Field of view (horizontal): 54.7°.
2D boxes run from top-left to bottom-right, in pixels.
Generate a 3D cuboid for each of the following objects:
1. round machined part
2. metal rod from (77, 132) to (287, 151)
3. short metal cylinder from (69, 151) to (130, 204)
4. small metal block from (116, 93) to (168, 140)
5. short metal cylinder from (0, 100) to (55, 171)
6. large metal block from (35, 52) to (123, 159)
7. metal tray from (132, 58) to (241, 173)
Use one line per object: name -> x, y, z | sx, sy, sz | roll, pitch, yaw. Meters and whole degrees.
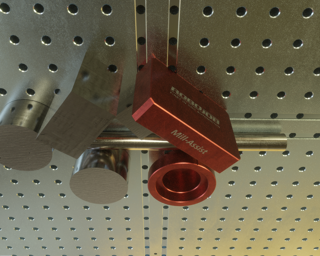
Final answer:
round machined part -> 0.032, 0.070, 0.460 | 0.099, 0.042, 0.097 | 0, 130, 0
metal rod -> 0.020, 0.018, 0.427 | 0.302, 0.025, 0.025 | 1, 130, -1
short metal cylinder -> -0.085, 0.066, 0.450 | 0.081, 0.050, 0.079 | 0, 130, 0
small metal block -> -0.021, -0.019, 0.395 | 0.050, 0.025, 0.050 | -32, 124, 24
short metal cylinder -> -0.174, 0.010, 0.402 | 0.081, 0.050, 0.079 | 0, 130, 0
large metal block -> -0.089, -0.025, 0.353 | 0.050, 0.080, 0.080 | 31, 123, -24
metal tray -> 0.031, -0.014, 0.356 | 0.130, 0.090, 0.030 | 33, 123, -25
